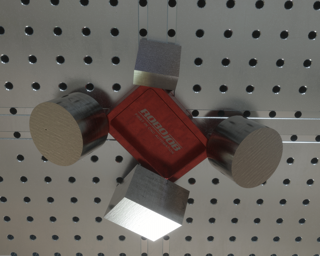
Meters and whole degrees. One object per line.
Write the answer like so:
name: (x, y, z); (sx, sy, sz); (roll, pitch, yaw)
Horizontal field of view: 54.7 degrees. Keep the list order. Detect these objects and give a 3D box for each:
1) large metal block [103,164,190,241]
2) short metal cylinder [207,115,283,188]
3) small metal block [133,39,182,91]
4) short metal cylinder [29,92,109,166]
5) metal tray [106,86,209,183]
large metal block: (-0.019, 0.104, 0.420); (0.080, 0.050, 0.080); (29, 138, -11)
short metal cylinder: (0.108, 0.029, 0.395); (0.081, 0.050, 0.079); (-10, 113, -25)
small metal block: (-0.003, -0.075, 0.369); (0.050, 0.050, 0.025); (9, 148, -3)
short metal cylinder: (-0.112, 0.000, 0.383); (0.080, 0.050, 0.079); (9, 113, 24)
metal tray: (-0.001, 0.006, 0.412); (0.090, 0.030, 0.130); (-40, 106, 13)
